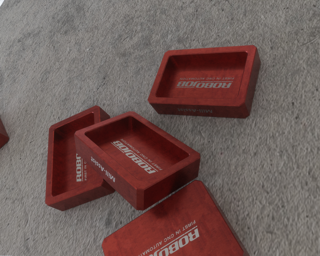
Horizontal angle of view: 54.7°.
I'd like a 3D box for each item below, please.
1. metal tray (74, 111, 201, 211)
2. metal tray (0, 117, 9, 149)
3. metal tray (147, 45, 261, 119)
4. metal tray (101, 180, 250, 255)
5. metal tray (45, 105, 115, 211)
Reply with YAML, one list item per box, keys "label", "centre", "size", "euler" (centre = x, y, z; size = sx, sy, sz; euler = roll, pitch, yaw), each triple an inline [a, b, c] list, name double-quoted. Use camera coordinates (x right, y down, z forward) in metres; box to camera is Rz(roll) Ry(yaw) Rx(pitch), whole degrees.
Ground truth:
- label: "metal tray"
  centre: [-0.029, 0.030, 0.366]
  size: [0.091, 0.030, 0.130]
  euler: [-24, 41, -35]
- label: "metal tray"
  centre: [-0.342, 0.034, 0.559]
  size: [0.130, 0.030, 0.090]
  euler: [-43, 51, -2]
- label: "metal tray"
  centre: [0.057, -0.061, 0.408]
  size: [0.130, 0.030, 0.090]
  euler: [5, 64, 30]
- label: "metal tray"
  centre: [0.011, 0.126, 0.318]
  size: [0.130, 0.030, 0.090]
  euler: [-34, 51, 5]
- label: "metal tray"
  centre: [-0.112, 0.040, 0.435]
  size: [0.090, 0.030, 0.130]
  euler: [-22, 53, 14]
